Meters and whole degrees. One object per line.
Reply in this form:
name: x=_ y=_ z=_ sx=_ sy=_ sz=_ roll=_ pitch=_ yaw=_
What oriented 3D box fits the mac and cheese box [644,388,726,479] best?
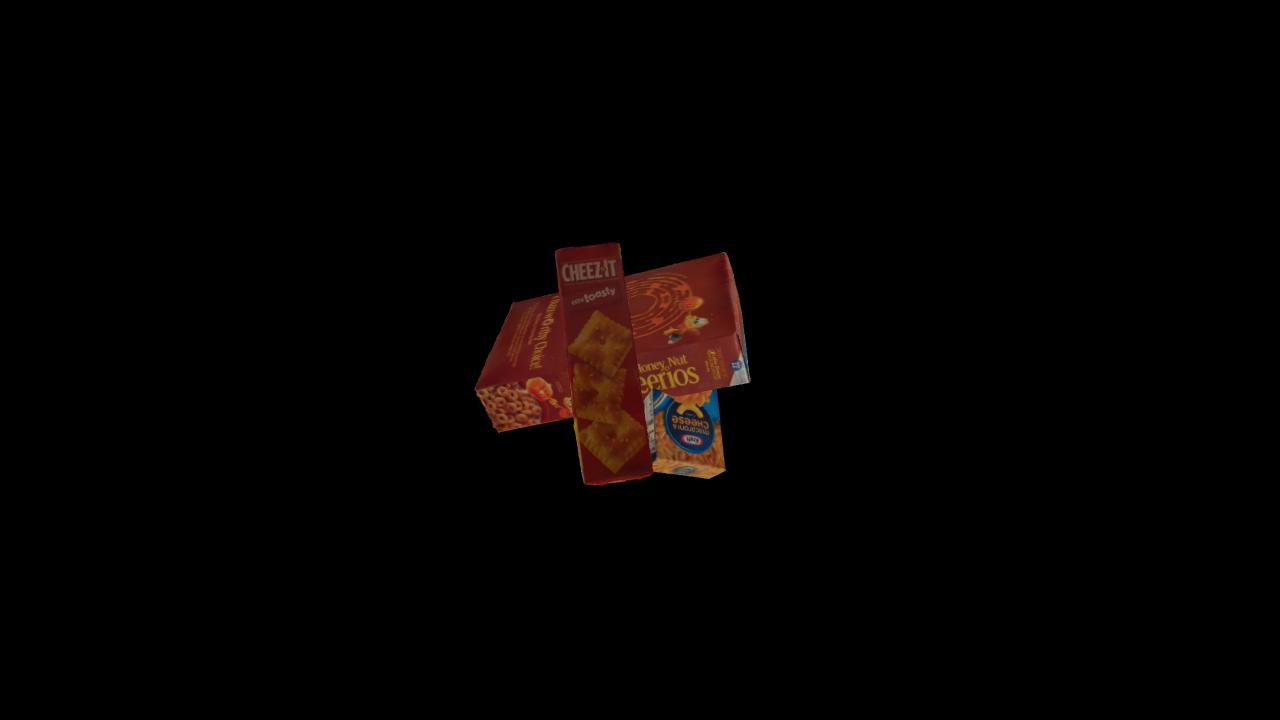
mac and cheese box: x=0.044 y=0.038 z=0.707 sx=0.093 sy=0.184 sz=0.041 roll=13 pitch=-32 yaw=-29

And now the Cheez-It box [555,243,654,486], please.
Cheez-It box: x=-0.038 y=0.014 z=0.633 sx=0.071 sy=0.223 sz=0.166 roll=-7 pitch=-11 yaw=-5

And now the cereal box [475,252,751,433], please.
cereal box: x=-0.027 y=-0.026 z=0.754 sx=0.306 sy=0.081 sz=0.203 roll=-12 pitch=33 yaw=10
